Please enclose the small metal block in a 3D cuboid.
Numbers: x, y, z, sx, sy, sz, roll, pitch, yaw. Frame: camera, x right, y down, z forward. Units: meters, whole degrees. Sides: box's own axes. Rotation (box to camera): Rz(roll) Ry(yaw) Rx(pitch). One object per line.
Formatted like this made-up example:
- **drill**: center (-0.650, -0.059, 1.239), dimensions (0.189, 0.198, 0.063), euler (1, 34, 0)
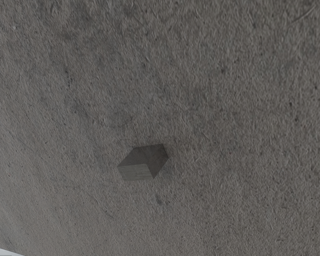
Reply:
- **small metal block**: center (-0.023, 0.048, 0.433), dimensions (0.050, 0.050, 0.025), euler (-11, 113, 33)
